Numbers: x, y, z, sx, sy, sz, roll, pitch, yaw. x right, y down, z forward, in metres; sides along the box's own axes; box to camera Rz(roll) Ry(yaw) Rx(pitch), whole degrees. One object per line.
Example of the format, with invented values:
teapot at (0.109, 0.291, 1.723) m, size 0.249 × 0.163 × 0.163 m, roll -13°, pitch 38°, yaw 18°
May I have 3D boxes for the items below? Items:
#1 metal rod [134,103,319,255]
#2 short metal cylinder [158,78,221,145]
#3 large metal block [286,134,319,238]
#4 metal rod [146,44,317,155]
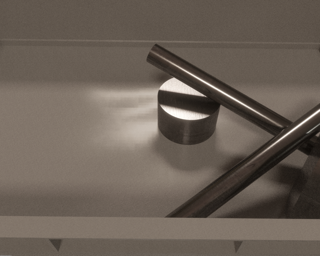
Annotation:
metal rod at (0.105, 0.038, 0.330) m, size 0.301 × 0.025 × 0.025 m, roll -34°, pitch 57°, yaw -10°
short metal cylinder at (0.037, -0.024, 0.410) m, size 0.081 × 0.050 × 0.080 m, roll 0°, pitch 50°, yaw 0°
large metal block at (0.168, 0.055, 0.304) m, size 0.050 × 0.079 × 0.080 m, roll 25°, pitch 17°, yaw 19°
metal rod at (0.118, -0.016, 0.370) m, size 0.301 × 0.025 × 0.025 m, roll 31°, pitch 55°, yaw 5°
